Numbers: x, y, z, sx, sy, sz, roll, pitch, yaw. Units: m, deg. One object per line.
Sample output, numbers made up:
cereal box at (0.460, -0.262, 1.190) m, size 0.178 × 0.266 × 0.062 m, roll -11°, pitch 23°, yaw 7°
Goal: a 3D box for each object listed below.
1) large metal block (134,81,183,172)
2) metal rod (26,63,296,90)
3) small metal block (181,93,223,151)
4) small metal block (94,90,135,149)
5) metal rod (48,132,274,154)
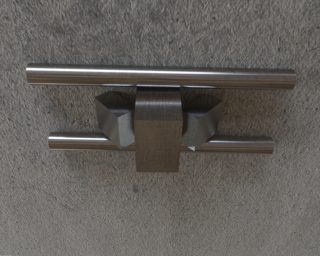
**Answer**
large metal block at (-0.002, -0.003, 0.373) m, size 0.050 × 0.080 × 0.079 m, roll 1°, pitch 130°, yaw -1°
metal rod at (0.003, -0.059, 0.358) m, size 0.302 × 0.025 × 0.025 m, roll 1°, pitch 130°, yaw -2°
small metal block at (0.050, -0.008, 0.385) m, size 0.025 × 0.050 × 0.050 m, roll 30°, pitch 138°, yaw 30°
small metal block at (-0.054, -0.011, 0.381) m, size 0.025 × 0.050 × 0.050 m, roll -28°, pitch 139°, yaw -30°
metal rod at (0.003, 0.021, 0.427) m, size 0.302 × 0.025 × 0.025 m, roll 1°, pitch 130°, yaw -2°
